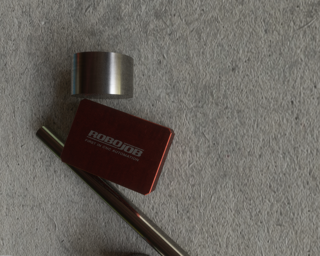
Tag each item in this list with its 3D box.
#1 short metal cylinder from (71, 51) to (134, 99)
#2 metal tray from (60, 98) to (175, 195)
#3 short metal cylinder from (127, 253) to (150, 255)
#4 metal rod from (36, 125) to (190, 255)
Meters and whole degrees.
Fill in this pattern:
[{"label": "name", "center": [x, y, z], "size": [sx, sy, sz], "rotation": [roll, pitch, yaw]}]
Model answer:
[{"label": "short metal cylinder", "center": [-0.075, -0.066, 0.406], "size": [0.080, 0.080, 0.050], "rotation": [1, 90, 20]}, {"label": "metal tray", "center": [-0.056, 0.023, 0.413], "size": [0.130, 0.030, 0.090], "rotation": [20, 90, 11]}, {"label": "short metal cylinder", "center": [-0.034, 0.214, 0.408], "size": [0.080, 0.050, 0.080], "rotation": [0, 90, 20]}, {"label": "metal rod", "center": [-0.066, 0.096, 0.432], "size": [0.300, 0.025, 0.025], "rotation": [39, 102, 15]}]
